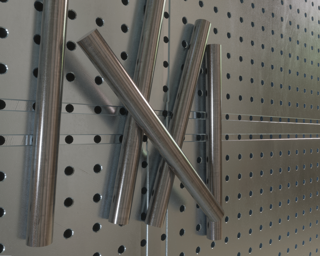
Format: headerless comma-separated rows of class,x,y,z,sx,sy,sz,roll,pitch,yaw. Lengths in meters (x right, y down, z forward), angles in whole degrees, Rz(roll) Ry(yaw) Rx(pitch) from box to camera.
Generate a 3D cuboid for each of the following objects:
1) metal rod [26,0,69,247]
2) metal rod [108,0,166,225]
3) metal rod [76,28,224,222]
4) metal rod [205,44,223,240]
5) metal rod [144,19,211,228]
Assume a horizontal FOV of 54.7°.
metal rod,-0.112,-0.034,0.315,0.025,0.025,0.298,5,87,-40
metal rod,-0.026,-0.034,0.388,0.025,0.025,0.298,15,80,-39
metal rod,0.003,0.015,0.379,0.025,0.025,0.299,-51,120,-28
metal rod,0.084,0.022,0.481,0.025,0.025,0.298,-1,91,-40
metal rod,0.028,-0.015,0.434,0.025,0.025,0.299,24,75,-38
